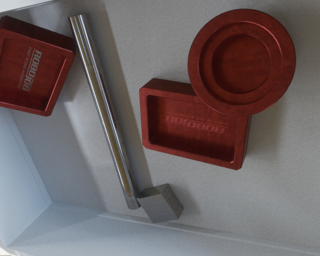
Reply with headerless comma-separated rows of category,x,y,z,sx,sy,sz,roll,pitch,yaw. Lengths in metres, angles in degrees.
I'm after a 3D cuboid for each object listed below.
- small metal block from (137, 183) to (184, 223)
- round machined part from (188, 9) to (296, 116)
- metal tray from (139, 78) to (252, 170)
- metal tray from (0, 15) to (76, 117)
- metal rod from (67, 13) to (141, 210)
small metal block,0.001,0.117,0.479,0.050,0.025,0.050,-22,107,35
round machined part,0.081,-0.062,0.304,0.098,0.042,0.097,5,103,24
metal tray,0.041,-0.006,0.378,0.130,0.030,0.089,12,124,21
metal tray,-0.177,-0.076,0.418,0.091,0.030,0.129,14,135,-27
metal rod,-0.070,-0.006,0.440,0.025,0.025,0.298,2,119,27
